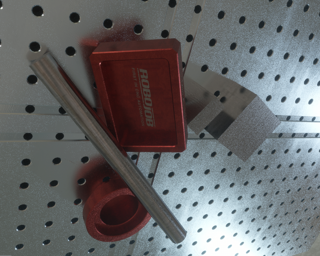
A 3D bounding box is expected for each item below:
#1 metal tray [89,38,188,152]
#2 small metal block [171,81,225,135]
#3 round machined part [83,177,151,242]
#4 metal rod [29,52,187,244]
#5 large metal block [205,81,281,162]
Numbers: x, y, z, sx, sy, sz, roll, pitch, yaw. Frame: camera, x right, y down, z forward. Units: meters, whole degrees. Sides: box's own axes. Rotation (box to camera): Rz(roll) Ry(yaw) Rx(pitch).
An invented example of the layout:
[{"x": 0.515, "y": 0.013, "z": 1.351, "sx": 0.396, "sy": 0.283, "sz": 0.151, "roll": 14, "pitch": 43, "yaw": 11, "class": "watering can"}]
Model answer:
[{"x": -0.018, "y": -0.031, "z": 0.350, "sx": 0.090, "sy": 0.030, "sz": 0.129, "roll": 0, "pitch": 125, "yaw": 11, "class": "metal tray"}, {"x": 0.048, "y": -0.027, "z": 0.406, "sx": 0.050, "sy": 0.050, "sz": 0.025, "roll": -45, "pitch": 130, "yaw": 3, "class": "small metal block"}, {"x": -0.060, "y": 0.109, "z": 0.437, "sx": 0.099, "sy": 0.042, "sz": 0.097, "roll": -14, "pitch": 125, "yaw": -21, "class": "round machined part"}, {"x": -0.046, "y": 0.043, "z": 0.374, "sx": 0.025, "sy": 0.025, "sz": 0.299, "roll": -36, "pitch": 117, "yaw": -5, "class": "metal rod"}, {"x": 0.118, "y": -0.008, "z": 0.457, "sx": 0.080, "sy": 0.050, "sz": 0.080, "roll": -49, "pitch": 129, "yaw": 6, "class": "large metal block"}]
